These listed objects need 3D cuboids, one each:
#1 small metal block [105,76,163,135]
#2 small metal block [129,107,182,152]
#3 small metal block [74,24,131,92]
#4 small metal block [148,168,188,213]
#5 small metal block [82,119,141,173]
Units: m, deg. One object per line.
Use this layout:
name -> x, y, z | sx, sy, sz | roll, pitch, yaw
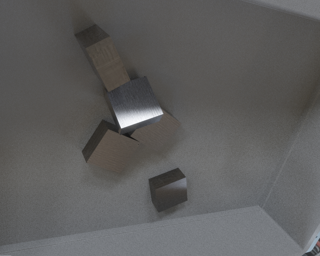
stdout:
small metal block -> -0.031, -0.026, 0.356 | 0.050, 0.050, 0.025 | -20, 167, -17
small metal block -> -0.009, -0.004, 0.401 | 0.050, 0.025, 0.050 | -50, 129, 7
small metal block -> -0.059, -0.072, 0.316 | 0.025, 0.050, 0.050 | -31, 129, -9
small metal block -> 0.013, 0.095, 0.474 | 0.050, 0.025, 0.050 | -19, 126, -18
small metal block -> -0.061, 0.024, 0.390 | 0.050, 0.025, 0.050 | 26, 104, -37
